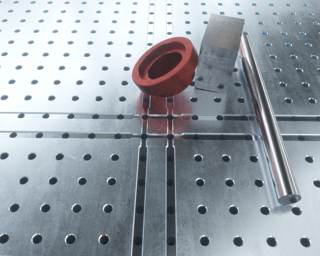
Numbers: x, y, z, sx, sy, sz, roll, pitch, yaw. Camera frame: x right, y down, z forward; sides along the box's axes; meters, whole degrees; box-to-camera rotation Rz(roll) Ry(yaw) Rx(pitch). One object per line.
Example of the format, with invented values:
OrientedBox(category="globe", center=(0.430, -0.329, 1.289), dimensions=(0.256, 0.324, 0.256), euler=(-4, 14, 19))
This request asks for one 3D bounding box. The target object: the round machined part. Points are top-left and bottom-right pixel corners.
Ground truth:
OrientedBox(category="round machined part", center=(0.012, -0.083, 0.449), dimensions=(0.098, 0.042, 0.098), euler=(-21, 43, 21))

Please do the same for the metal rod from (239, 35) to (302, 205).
OrientedBox(category="metal rod", center=(0.143, -0.036, 0.438), dimensions=(0.025, 0.025, 0.300), euler=(0, 50, 0))

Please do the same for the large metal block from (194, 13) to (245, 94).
OrientedBox(category="large metal block", center=(0.089, -0.111, 0.465), dimensions=(0.050, 0.080, 0.080), euler=(13, 51, 8))
